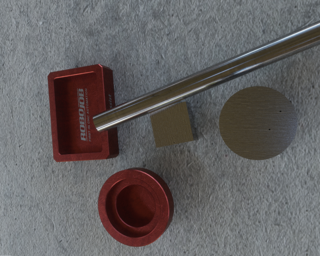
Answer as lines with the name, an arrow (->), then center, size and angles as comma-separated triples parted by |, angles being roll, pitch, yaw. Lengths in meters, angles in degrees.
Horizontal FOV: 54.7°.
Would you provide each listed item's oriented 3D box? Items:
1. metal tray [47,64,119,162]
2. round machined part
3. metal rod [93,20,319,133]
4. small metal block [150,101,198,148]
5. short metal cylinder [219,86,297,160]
metal tray -> -0.110, -0.019, 0.443 | 0.090, 0.030, 0.129 | -5, 88, 19
round machined part -> -0.028, 0.101, 0.409 | 0.098, 0.042, 0.097 | 0, 90, 19
metal rod -> 0.057, -0.059, 0.372 | 0.301, 0.025, 0.025 | -21, 83, 12
small metal block -> 0.018, -0.004, 0.402 | 0.050, 0.025, 0.050 | -12, 86, 19
short metal cylinder -> 0.112, -0.005, 0.356 | 0.080, 0.050, 0.079 | 0, 90, 19
